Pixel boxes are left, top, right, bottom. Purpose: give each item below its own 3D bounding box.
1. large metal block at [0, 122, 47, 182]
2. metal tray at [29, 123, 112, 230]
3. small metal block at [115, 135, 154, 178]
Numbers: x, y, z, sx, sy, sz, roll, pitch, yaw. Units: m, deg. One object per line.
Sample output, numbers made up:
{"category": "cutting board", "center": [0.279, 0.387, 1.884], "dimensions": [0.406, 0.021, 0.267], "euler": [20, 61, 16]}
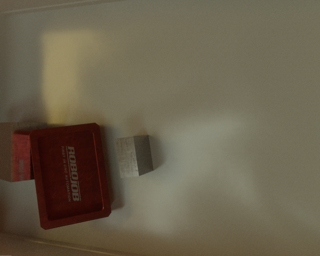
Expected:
{"category": "large metal block", "center": [-0.209, 0.032, 0.454], "dimensions": [0.080, 0.050, 0.079], "euler": [0, 90, 43]}
{"category": "metal tray", "center": [-0.122, 0.063, 0.424], "dimensions": [0.091, 0.030, 0.129], "euler": [-8, 87, -17]}
{"category": "small metal block", "center": [-0.033, 0.036, 0.408], "dimensions": [0.025, 0.050, 0.050], "euler": [-9, 87, 19]}
